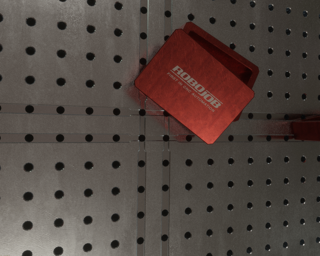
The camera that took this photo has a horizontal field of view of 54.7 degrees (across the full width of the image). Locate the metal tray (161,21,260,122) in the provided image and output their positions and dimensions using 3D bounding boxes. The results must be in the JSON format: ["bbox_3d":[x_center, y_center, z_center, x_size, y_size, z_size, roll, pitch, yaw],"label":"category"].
[{"bbox_3d":[0.068,-0.075,0.436,0.131,0.030,0.090,28,81,-18],"label":"metal tray"}]

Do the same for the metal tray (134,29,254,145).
[{"bbox_3d":[0.043,-0.052,0.401,0.130,0.030,0.090,38,98,-10],"label":"metal tray"}]

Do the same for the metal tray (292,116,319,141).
[{"bbox_3d":[0.291,-0.007,0.487,0.131,0.090,0.030,-11,94,-20],"label":"metal tray"}]
